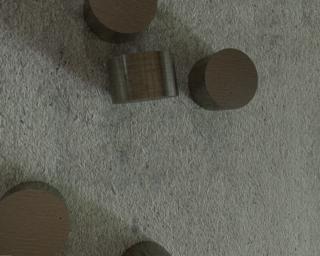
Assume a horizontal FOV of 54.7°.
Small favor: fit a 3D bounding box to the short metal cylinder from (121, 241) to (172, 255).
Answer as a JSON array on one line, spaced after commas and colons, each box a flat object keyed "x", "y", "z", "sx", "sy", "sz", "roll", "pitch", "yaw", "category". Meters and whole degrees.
[{"x": -0.013, "y": 0.192, "z": 0.391, "sx": 0.081, "sy": 0.050, "sz": 0.080, "roll": 0, "pitch": 90, "yaw": -20, "category": "short metal cylinder"}]

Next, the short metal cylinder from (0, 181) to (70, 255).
[{"x": -0.143, "y": 0.103, "z": 0.343, "sx": 0.081, "sy": 0.050, "sz": 0.080, "roll": 0, "pitch": 90, "yaw": -20, "category": "short metal cylinder"}]

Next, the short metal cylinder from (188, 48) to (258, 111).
[{"x": 0.086, "y": -0.064, "z": 0.427, "sx": 0.081, "sy": 0.050, "sz": 0.080, "roll": 0, "pitch": 90, "yaw": -20, "category": "short metal cylinder"}]

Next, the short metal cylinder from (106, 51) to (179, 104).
[{"x": -0.020, "y": -0.058, "z": 0.372, "sx": 0.081, "sy": 0.080, "sz": 0.050, "roll": -9, "pitch": 93, "yaw": -20, "category": "short metal cylinder"}]

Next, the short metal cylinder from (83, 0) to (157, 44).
[{"x": -0.050, "y": -0.148, "z": 0.377, "sx": 0.081, "sy": 0.050, "sz": 0.080, "roll": 0, "pitch": 90, "yaw": -20, "category": "short metal cylinder"}]
